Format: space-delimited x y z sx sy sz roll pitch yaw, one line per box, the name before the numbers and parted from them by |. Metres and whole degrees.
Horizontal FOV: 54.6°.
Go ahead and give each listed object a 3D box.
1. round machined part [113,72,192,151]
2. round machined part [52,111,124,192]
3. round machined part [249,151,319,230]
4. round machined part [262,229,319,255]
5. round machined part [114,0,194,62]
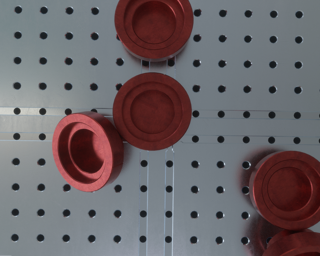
round machined part | -0.010 -0.021 0.405 0.099 0.042 0.097 0 90 -1
round machined part | -0.085 0.027 0.390 0.098 0.042 0.097 6 102 29
round machined part | 0.165 0.078 0.403 0.099 0.042 0.098 0 85 1
round machined part | 0.176 0.166 0.393 0.099 0.042 0.097 -1 119 -1
round machined part | -0.007 -0.135 0.405 0.099 0.042 0.097 0 90 0
